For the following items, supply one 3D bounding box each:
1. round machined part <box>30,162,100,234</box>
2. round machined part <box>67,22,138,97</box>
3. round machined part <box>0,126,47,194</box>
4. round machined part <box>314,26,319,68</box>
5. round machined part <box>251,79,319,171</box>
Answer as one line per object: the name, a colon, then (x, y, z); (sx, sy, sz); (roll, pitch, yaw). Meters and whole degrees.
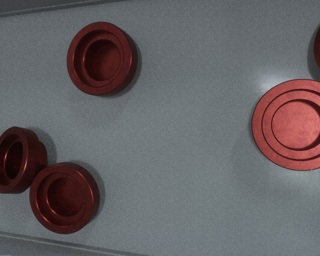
round machined part: (-0.131, 0.097, 0.444); (0.098, 0.042, 0.097); (1, 94, 14)
round machined part: (-0.075, -0.092, 0.428); (0.098, 0.042, 0.097); (0, 90, 20)
round machined part: (-0.207, 0.049, 0.464); (0.098, 0.042, 0.098); (-10, 73, 34)
round machined part: (0.212, -0.088, 0.309); (0.098, 0.042, 0.098); (-29, 53, 48)
round machined part: (0.155, -0.003, 0.347); (0.098, 0.042, 0.097); (0, 90, 20)
